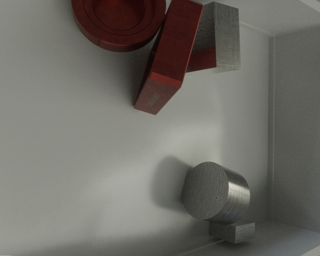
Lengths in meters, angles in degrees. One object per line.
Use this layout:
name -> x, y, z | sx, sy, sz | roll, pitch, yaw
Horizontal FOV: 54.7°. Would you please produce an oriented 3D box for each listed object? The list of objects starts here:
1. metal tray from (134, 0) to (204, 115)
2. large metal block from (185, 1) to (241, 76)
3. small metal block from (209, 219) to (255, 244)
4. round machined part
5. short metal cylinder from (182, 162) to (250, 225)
metal tray -> 0.004, -0.072, 0.345 | 0.030, 0.130, 0.090 | 17, 77, -8
large metal block -> 0.060, -0.116, 0.423 | 0.050, 0.080, 0.079 | -5, 94, -40
small metal block -> 0.113, 0.159, 0.489 | 0.050, 0.050, 0.025 | 5, 87, -40
round machined part -> -0.046, -0.130, 0.341 | 0.099, 0.042, 0.097 | 2, 83, -13
short metal cylinder -> 0.079, 0.093, 0.439 | 0.050, 0.080, 0.080 | 26, 74, -38
